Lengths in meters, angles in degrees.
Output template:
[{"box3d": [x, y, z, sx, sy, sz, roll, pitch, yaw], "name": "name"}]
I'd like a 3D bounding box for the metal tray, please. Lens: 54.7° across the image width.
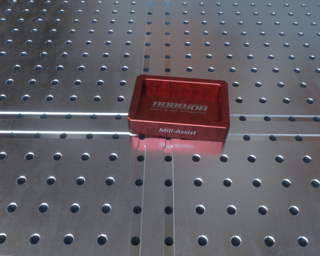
[{"box3d": [0.027, -0.030, 0.429, 0.131, 0.030, 0.090, 5, 50, 3], "name": "metal tray"}]
